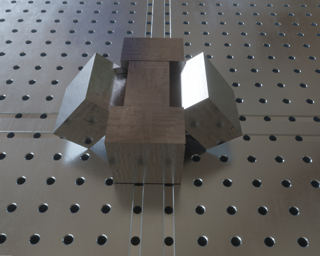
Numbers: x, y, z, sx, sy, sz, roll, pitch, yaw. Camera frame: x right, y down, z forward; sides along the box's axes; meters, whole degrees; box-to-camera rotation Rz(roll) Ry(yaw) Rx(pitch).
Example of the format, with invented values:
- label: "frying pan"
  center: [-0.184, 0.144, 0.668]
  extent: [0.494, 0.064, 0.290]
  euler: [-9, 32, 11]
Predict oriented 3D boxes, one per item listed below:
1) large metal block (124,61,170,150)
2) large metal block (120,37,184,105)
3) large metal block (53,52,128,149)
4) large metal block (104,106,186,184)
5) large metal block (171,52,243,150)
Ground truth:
- label: "large metal block"
  center: [-0.014, -0.028, 0.394]
  extent: [0.050, 0.080, 0.080]
  euler: [1, 50, 0]
- label: "large metal block"
  center: [-0.009, -0.079, 0.436]
  extent: [0.081, 0.080, 0.050]
  euler: [1, 50, 0]
- label: "large metal block"
  center: [-0.085, -0.033, 0.390]
  extent: [0.050, 0.080, 0.080]
  euler: [28, 43, -29]
- label: "large metal block"
  center: [-0.015, 0.021, 0.353]
  extent: [0.081, 0.080, 0.050]
  euler: [1, 50, 0]
- label: "large metal block"
  center: [0.057, -0.033, 0.389]
  extent: [0.050, 0.080, 0.080]
  euler: [-26, 43, 28]
